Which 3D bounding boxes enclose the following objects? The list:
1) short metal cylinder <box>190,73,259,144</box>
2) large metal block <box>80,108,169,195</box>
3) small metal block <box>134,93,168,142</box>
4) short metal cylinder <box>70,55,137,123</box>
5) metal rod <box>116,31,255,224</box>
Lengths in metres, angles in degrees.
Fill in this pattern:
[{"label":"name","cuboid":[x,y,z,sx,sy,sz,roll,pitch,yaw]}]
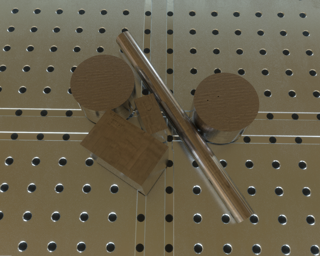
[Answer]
[{"label":"short metal cylinder","cuboid":[0.082,-0.025,0.404,0.081,0.050,0.080,0,70,0]},{"label":"large metal block","cuboid":[-0.037,0.032,0.366,0.080,0.080,0.050,32,74,11]},{"label":"small metal block","cuboid":[-0.011,-0.009,0.397,0.025,0.050,0.050,-20,72,-7]},{"label":"short metal cylinder","cuboid":[-0.072,-0.050,0.412,0.081,0.050,0.080,0,70,0]},{"label":"metal rod","cuboid":[0.024,-0.013,0.412,0.025,0.025,0.299,-30,73,-10]}]
